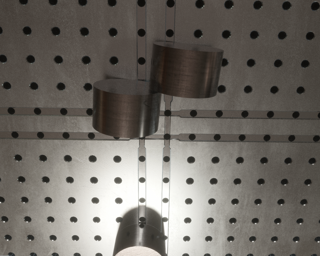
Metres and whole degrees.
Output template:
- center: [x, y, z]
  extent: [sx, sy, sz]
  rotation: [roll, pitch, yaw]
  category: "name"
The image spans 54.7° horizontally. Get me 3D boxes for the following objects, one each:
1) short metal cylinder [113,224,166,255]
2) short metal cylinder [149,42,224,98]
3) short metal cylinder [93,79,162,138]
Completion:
- center: [-0.031, 0.195, 0.472]
  extent: [0.081, 0.050, 0.079]
  rotation: [0, 110, -1]
  category: "short metal cylinder"
- center: [0.030, -0.069, 0.359]
  extent: [0.081, 0.080, 0.050]
  rotation: [5, 110, -3]
  category: "short metal cylinder"
- center: [-0.040, -0.026, 0.374]
  extent: [0.081, 0.080, 0.050]
  rotation: [5, 110, -2]
  category: "short metal cylinder"
